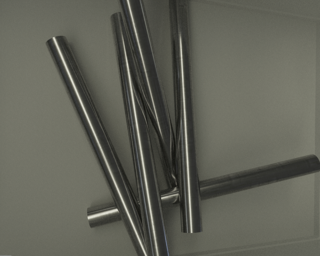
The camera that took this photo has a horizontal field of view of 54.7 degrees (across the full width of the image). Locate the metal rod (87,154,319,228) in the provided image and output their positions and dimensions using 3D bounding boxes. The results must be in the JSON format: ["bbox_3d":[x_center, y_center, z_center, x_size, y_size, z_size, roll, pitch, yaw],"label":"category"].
[{"bbox_3d":[0.060,0.079,0.397,0.302,0.025,0.025,-12,95,-7],"label":"metal rod"}]

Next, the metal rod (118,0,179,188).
[{"bbox_3d":[-0.008,-0.044,0.358,0.025,0.025,0.298,-23,117,-18],"label":"metal rod"}]

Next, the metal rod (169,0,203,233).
[{"bbox_3d":[0.031,-0.026,0.390,0.025,0.025,0.299,2,78,-20],"label":"metal rod"}]

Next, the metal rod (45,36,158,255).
[{"bbox_3d":[-0.062,0.034,0.362,0.025,0.025,0.299,-23,88,-19],"label":"metal rod"}]

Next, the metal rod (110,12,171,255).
[{"bbox_3d":[-0.025,0.004,0.364,0.025,0.025,0.299,-6,78,-20],"label":"metal rod"}]
